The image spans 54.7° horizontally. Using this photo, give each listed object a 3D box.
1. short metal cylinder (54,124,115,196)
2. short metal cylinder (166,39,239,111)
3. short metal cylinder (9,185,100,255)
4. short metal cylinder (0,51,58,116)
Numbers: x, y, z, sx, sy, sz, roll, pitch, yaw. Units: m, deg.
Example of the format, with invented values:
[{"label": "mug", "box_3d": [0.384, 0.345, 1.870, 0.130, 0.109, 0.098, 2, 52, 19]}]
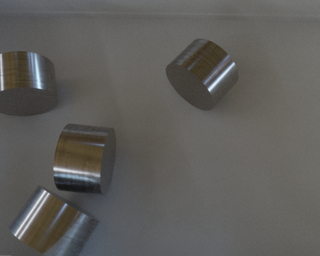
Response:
[{"label": "short metal cylinder", "box_3d": [-0.085, 0.037, 0.366, 0.050, 0.080, 0.080, 6, 70, 2]}, {"label": "short metal cylinder", "box_3d": [0.054, -0.069, 0.406, 0.080, 0.080, 0.050, 40, 75, 13]}, {"label": "short metal cylinder", "box_3d": [-0.114, 0.105, 0.341, 0.080, 0.080, 0.050, 28, 73, 10]}, {"label": "short metal cylinder", "box_3d": [-0.176, -0.055, 0.399, 0.081, 0.080, 0.050, -11, 71, -4]}]
